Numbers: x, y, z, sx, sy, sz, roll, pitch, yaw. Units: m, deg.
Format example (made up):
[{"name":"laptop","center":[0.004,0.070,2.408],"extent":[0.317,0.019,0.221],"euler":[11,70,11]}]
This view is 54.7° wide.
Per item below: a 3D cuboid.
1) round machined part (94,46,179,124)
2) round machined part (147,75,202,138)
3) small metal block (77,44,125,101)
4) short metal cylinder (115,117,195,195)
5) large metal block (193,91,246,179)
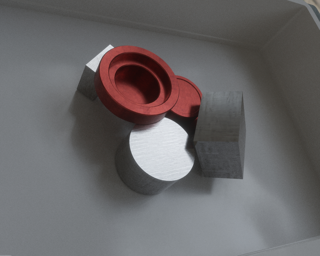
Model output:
[{"name":"round machined part","center":[-0.030,-0.047,0.369],"extent":[0.099,0.042,0.098],"euler":[14,56,-21]},{"name":"round machined part","center":[0.021,-0.033,0.424],"extent":[0.099,0.042,0.098],"euler":[14,56,-21]},{"name":"small metal block","center":[-0.074,-0.069,0.390],"extent":[0.025,0.050,0.050],"euler":[38,51,-3]},{"name":"short metal cylinder","center":[-0.007,0.033,0.365],"extent":[0.081,0.050,0.080],"euler":[14,56,-21]},{"name":"large metal block","center":[0.081,0.010,0.399],"extent":[0.050,0.080,0.080],"euler":[0,50,20]}]
